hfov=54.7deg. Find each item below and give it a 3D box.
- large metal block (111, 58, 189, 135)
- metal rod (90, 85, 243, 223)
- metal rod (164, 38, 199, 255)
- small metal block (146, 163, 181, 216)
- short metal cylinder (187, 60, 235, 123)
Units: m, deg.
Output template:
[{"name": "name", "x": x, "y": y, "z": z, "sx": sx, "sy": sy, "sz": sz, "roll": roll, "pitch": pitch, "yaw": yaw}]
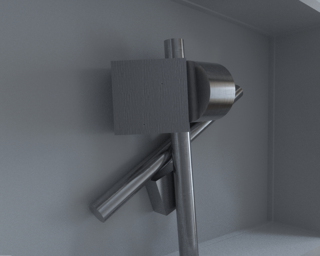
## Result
[{"name": "large metal block", "x": -0.010, "y": -0.035, "z": 0.356, "sx": 0.081, "sy": 0.050, "sz": 0.079, "roll": -3, "pitch": 92, "yaw": 0}, {"name": "metal rod", "x": 0.028, "y": 0.018, "z": 0.430, "sx": 0.302, "sy": 0.025, "sz": 0.025, "roll": -39, "pitch": 114, "yaw": -33}, {"name": "metal rod", "x": 0.028, "y": 0.038, "z": 0.397, "sx": 0.025, "sy": 0.025, "sz": 0.298, "roll": -6, "pitch": 93, "yaw": -40}, {"name": "small metal block", "x": 0.012, "y": 0.081, "z": 0.417, "sx": 0.050, "sy": 0.025, "sz": 0.050, "roll": -27, "pitch": 107, "yaw": -37}, {"name": "short metal cylinder", "x": 0.052, "y": -0.048, "z": 0.414, "sx": 0.050, "sy": 0.080, "sz": 0.079, "roll": -6, "pitch": 94, "yaw": -42}]
